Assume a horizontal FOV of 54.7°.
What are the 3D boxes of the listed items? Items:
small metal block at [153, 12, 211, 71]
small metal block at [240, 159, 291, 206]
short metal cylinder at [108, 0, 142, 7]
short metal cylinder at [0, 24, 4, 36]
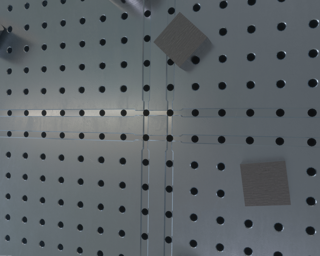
[{"bbox_3d":[0.029,-0.112,0.402,0.050,0.025,0.050,-46,76,14],"label":"small metal block"},{"bbox_3d":[0.125,0.064,0.368,0.050,0.025,0.050,-7,88,19],"label":"small metal block"},{"bbox_3d":[-0.055,-0.212,0.419,0.080,0.050,0.079,0,90,20],"label":"short metal cylinder"},{"bbox_3d":[-0.299,-0.158,0.489,0.080,0.080,0.050,40,103,15],"label":"short metal cylinder"}]
